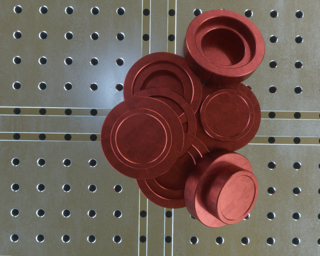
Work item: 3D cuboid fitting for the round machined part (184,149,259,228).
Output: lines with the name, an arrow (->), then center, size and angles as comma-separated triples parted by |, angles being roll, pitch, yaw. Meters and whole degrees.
round machined part -> 0.082, 0.078, 0.381 | 0.099, 0.042, 0.097 | -9, 108, -31

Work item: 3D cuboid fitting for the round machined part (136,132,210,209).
round machined part -> 0.018, 0.051, 0.405 | 0.099, 0.042, 0.097 | 0, 90, 0

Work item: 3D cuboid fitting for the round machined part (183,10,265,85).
round machined part -> 0.078, -0.097, 0.394 | 0.099, 0.042, 0.098 | 2, 69, -6

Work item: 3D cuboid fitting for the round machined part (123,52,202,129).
round machined part -> 0.003, -0.046, 0.405 | 0.099, 0.042, 0.097 | 0, 90, 0

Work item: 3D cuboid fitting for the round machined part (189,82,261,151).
round machined part -> 0.084, -0.016, 0.405 | 0.099, 0.042, 0.097 | 0, 90, 0

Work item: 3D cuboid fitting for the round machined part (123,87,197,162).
round machined part -> -0.004, -0.002, 0.404 | 0.099, 0.042, 0.097 | 0, 90, 0

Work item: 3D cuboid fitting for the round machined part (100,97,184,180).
round machined part -> -0.021, 0.012, 0.362 | 0.099, 0.042, 0.097 | 0, 90, 0
